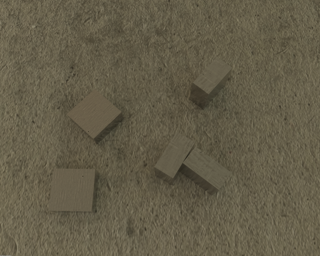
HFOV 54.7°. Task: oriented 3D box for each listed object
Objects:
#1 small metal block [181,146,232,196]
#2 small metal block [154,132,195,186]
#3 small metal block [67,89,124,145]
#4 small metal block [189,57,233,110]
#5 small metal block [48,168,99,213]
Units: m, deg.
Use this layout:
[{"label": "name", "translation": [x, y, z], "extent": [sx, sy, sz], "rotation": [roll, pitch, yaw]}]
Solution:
[{"label": "small metal block", "translation": [0.053, 0.053, 0.375], "extent": [0.050, 0.050, 0.025], "rotation": [36, 74, 12]}, {"label": "small metal block", "translation": [0.018, 0.039, 0.381], "extent": [0.025, 0.050, 0.050], "rotation": [30, 73, 11]}, {"label": "small metal block", "translation": [-0.085, -0.015, 0.413], "extent": [0.050, 0.025, 0.050], "rotation": [41, 75, 13]}, {"label": "small metal block", "translation": [0.067, -0.059, 0.417], "extent": [0.025, 0.050, 0.050], "rotation": [39, 75, 13]}, {"label": "small metal block", "translation": [-0.104, 0.077, 0.379], "extent": [0.050, 0.025, 0.050], "rotation": [1, 70, 0]}]
